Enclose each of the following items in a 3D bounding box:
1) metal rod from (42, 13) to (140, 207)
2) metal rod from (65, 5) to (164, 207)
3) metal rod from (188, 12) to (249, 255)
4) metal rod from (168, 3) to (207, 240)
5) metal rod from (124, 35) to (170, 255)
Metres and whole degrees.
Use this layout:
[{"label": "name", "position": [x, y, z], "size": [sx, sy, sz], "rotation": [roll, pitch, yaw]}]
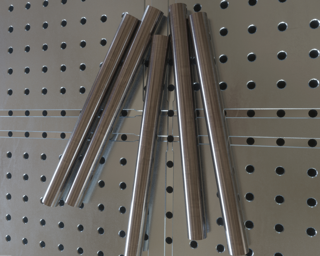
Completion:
[{"label": "metal rod", "position": [-0.102, -0.019, 0.448], "size": [0.025, 0.025, 0.299], "rotation": [29, 99, 17]}, {"label": "metal rod", "position": [-0.067, -0.024, 0.437], "size": [0.025, 0.025, 0.299], "rotation": [27, 99, 18]}, {"label": "metal rod", "position": [0.072, 0.004, 0.387], "size": [0.025, 0.025, 0.299], "rotation": [-11, 86, 20]}, {"label": "metal rod", "position": [0.035, -0.009, 0.400], "size": [0.025, 0.025, 0.298], "rotation": [-5, 88, 20]}, {"label": "metal rod", "position": [-0.017, 0.027, 0.419], "size": [0.025, 0.025, 0.298], "rotation": [9, 93, 20]}]
